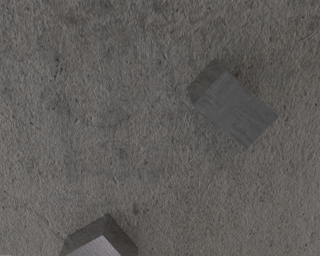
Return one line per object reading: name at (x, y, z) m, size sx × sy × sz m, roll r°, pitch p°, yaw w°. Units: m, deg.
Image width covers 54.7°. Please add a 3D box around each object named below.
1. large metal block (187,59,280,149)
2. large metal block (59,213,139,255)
large metal block at (0.082, -0.032, 0.369) m, size 0.080 × 0.080 × 0.050 m, roll 37°, pitch 106°, yaw -13°
large metal block at (-0.090, 0.189, 0.465) m, size 0.080 × 0.050 × 0.080 m, roll -32°, pitch 107°, yaw 11°
